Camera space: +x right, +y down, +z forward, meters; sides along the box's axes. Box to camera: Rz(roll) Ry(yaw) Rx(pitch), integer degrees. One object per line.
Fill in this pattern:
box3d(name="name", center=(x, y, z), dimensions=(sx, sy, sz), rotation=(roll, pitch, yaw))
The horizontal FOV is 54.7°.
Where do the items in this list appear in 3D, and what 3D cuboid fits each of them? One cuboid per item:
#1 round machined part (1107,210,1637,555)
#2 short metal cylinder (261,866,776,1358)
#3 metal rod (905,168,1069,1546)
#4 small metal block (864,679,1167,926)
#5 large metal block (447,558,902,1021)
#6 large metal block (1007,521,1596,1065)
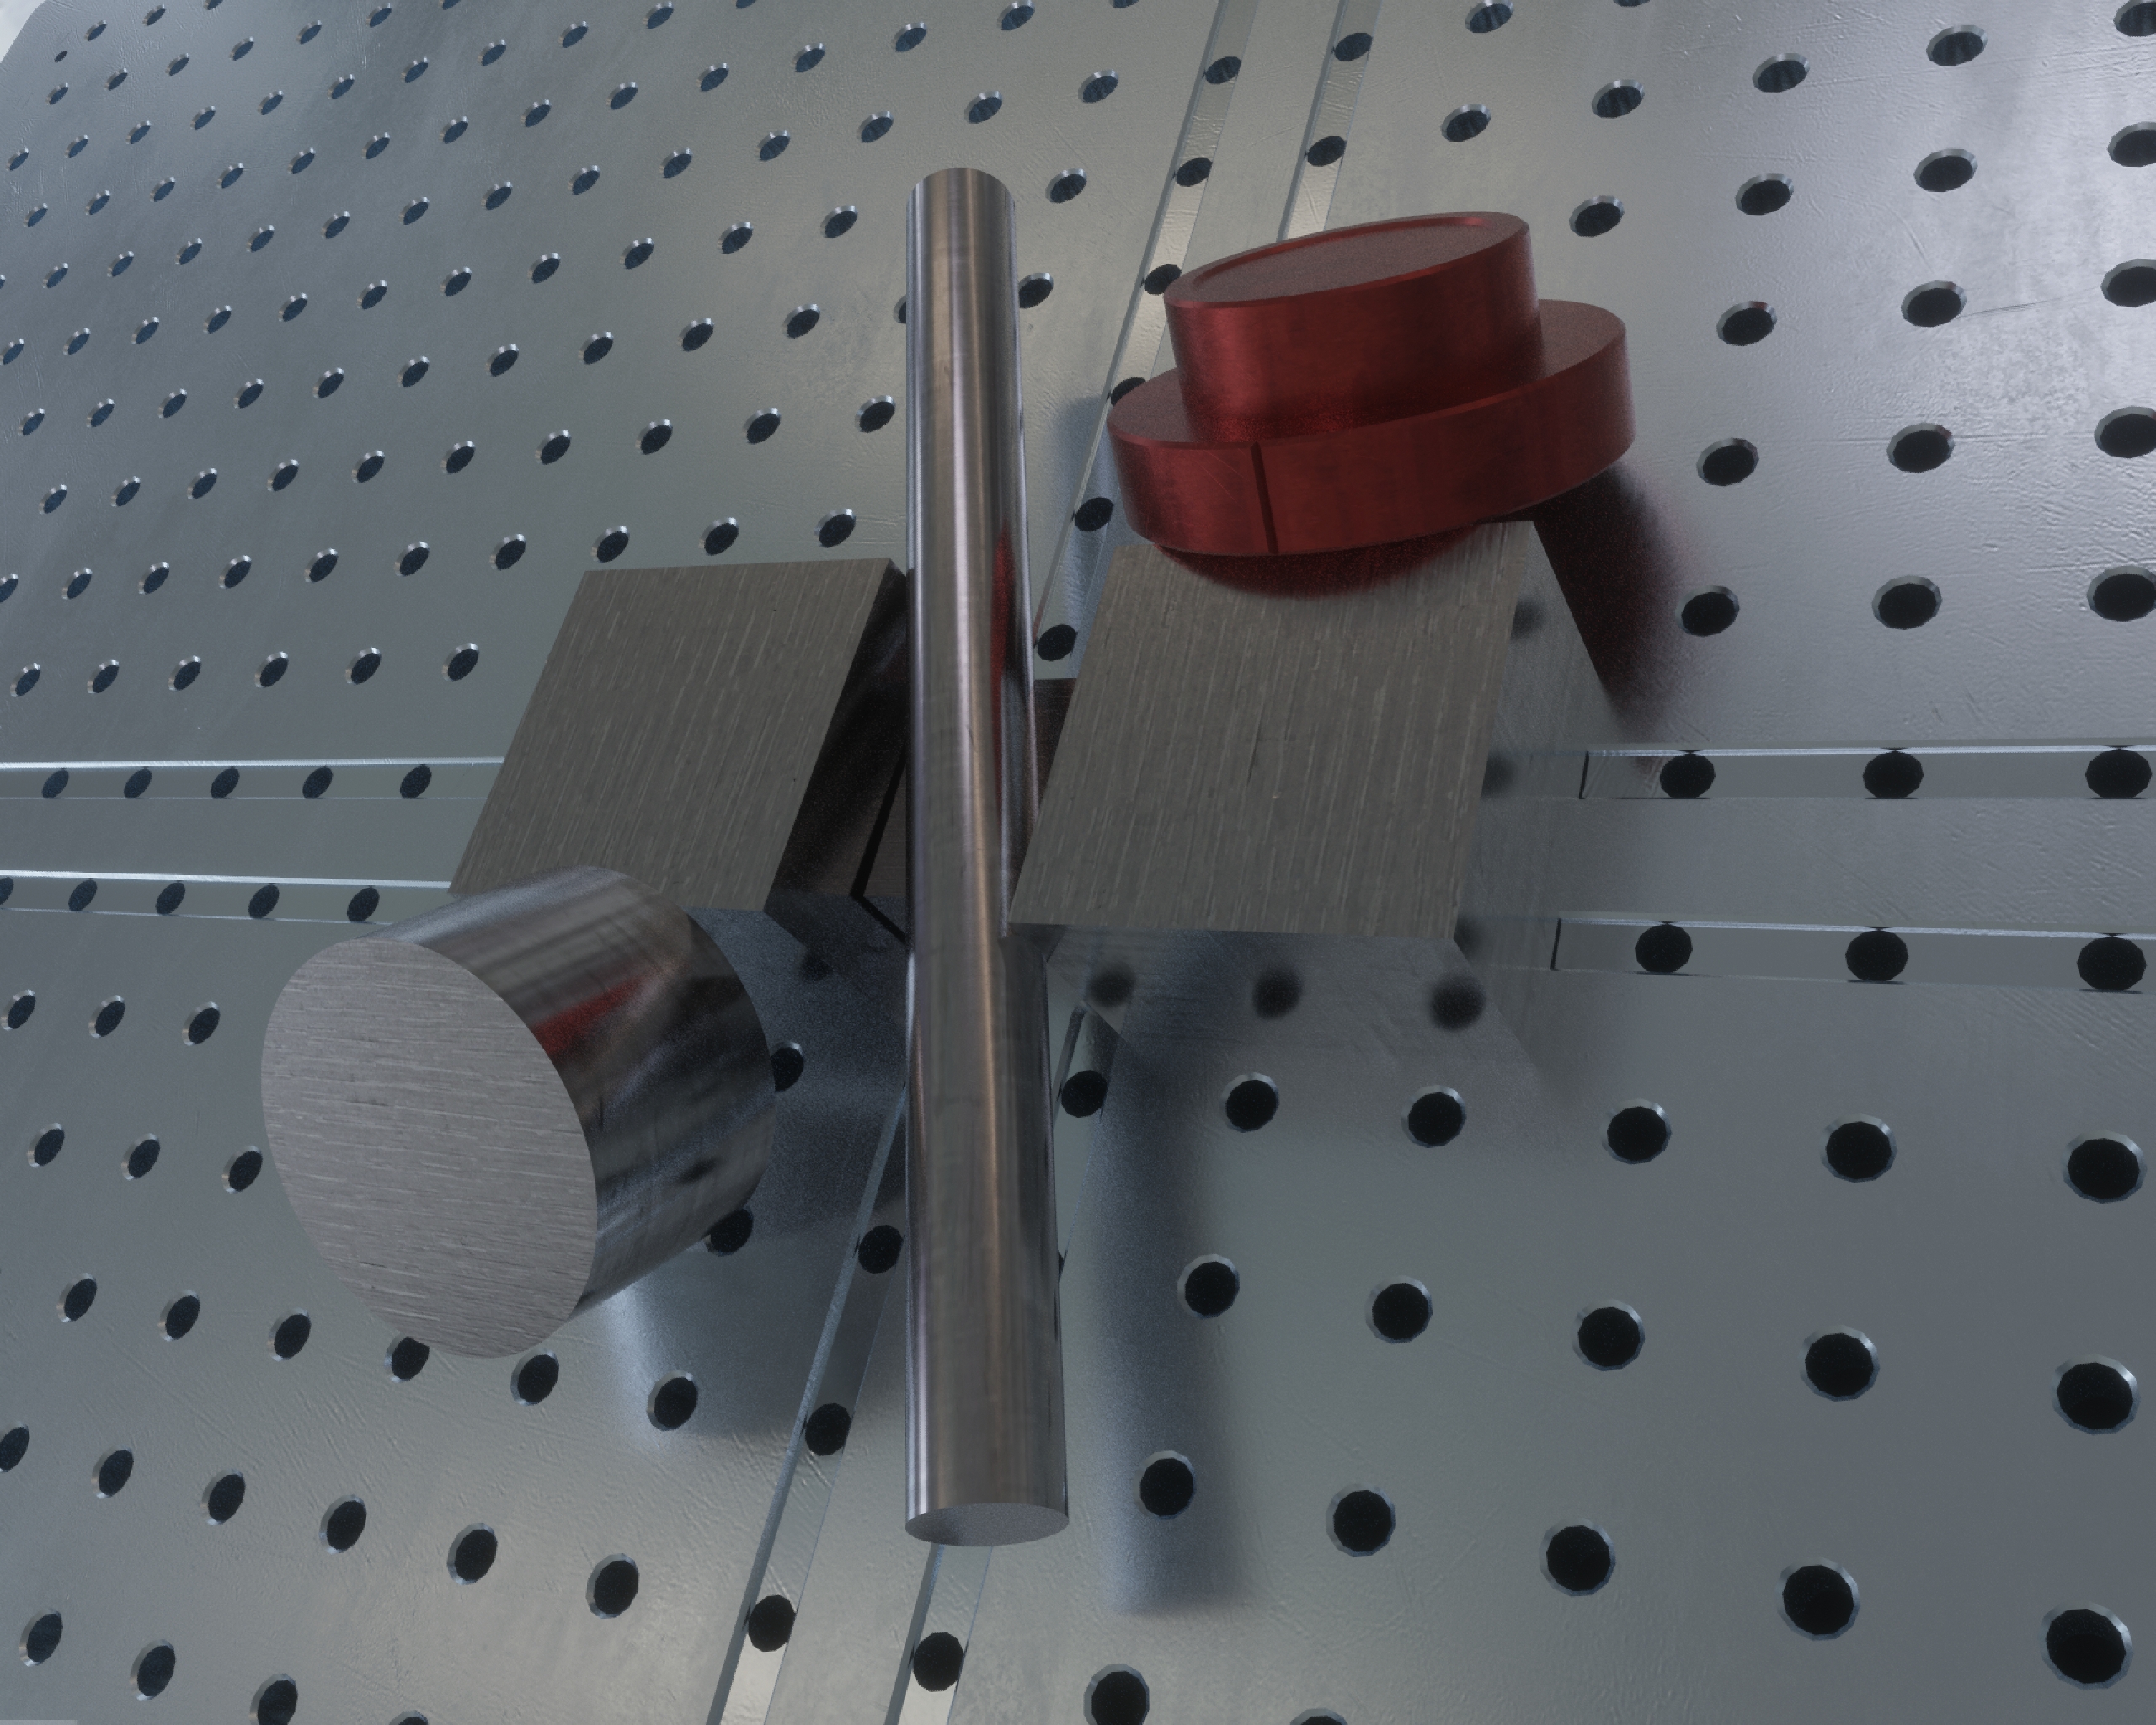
box3d(name="round machined part", center=(0.053, -0.095, 0.396), dimensions=(0.098, 0.042, 0.098), rotation=(-11, 24, 5))
box3d(name="short metal cylinder", center=(-0.105, 0.045, 0.392), dimensions=(0.080, 0.050, 0.079), rotation=(9, 109, 27))
box3d(name="metal rod", center=(-0.020, -0.024, 0.400), dimensions=(0.025, 0.025, 0.299), rotation=(-16, 55, 19))
box3d(name="small metal block", center=(-0.009, -0.009, 0.419), dimensions=(0.050, 0.025, 0.050), rotation=(1, 62, 28))
box3d(name="large metal block", center=(-0.073, -0.016, 0.441), dimensions=(0.080, 0.050, 0.080), rotation=(2, 63, 29))
box3d(name="large metal block", center=(0.043, -0.012, 0.378), dimensions=(0.080, 0.050, 0.080), rotation=(1, 62, 28))
